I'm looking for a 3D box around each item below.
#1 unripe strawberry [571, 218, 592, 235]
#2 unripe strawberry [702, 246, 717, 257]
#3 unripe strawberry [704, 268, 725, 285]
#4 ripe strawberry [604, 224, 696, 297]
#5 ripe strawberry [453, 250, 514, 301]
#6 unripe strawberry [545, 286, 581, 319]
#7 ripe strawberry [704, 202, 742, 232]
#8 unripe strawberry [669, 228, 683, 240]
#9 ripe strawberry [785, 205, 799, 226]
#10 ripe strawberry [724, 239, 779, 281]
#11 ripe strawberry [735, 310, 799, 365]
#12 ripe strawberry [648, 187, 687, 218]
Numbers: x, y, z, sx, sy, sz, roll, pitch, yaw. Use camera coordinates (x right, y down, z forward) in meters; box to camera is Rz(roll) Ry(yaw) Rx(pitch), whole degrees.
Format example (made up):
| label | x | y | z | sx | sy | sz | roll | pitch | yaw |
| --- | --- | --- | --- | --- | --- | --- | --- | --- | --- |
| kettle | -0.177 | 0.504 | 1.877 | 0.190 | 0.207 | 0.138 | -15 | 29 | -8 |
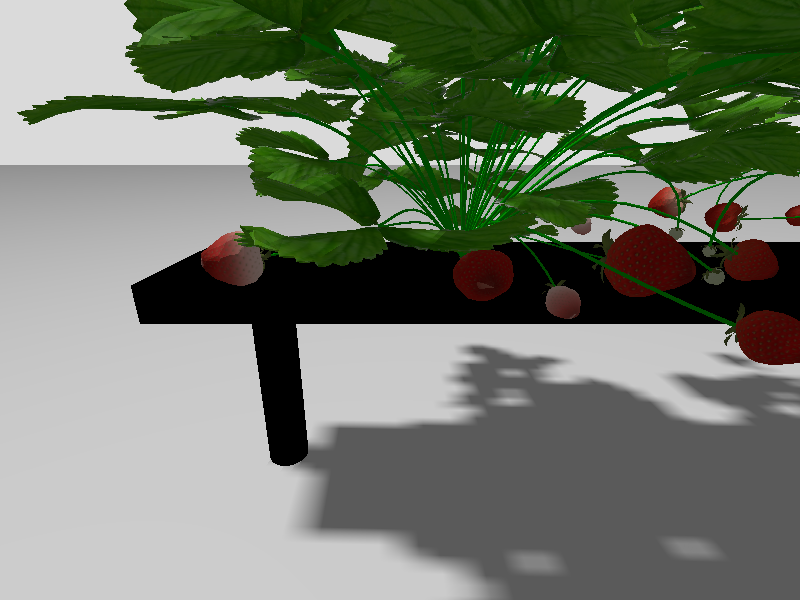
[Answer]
| label | x | y | z | sx | sy | sz | roll | pitch | yaw |
| --- | --- | --- | --- | --- | --- | --- | --- | --- | --- |
| unripe strawberry | 0.204 | -0.083 | 0.451 | 0.021 | 0.022 | 0.024 | -44 | 37 | -15 |
| unripe strawberry | 0.264 | -0.042 | 0.343 | 0.010 | 0.010 | 0.009 | -1 | 20 | -3 |
| unripe strawberry | 0.221 | -0.016 | 0.280 | 0.012 | 0.011 | 0.010 | -39 | -2 | 33 |
| ripe strawberry | 0.161 | -0.024 | 0.257 | 0.048 | 0.047 | 0.045 | 19 | 27 | 40 |
| ripe strawberry | 0.051 | -0.014 | 0.243 | 0.037 | 0.033 | 0.033 | 1 | 21 | 2 |
| unripe strawberry | 0.092 | 0.002 | 0.224 | 0.020 | 0.020 | 0.017 | -5 | -42 | -14 |
| ripe strawberry | 0.377 | -0.097 | 0.468 | 0.033 | 0.034 | 0.030 | 18 | 27 | 41 |
| unripe strawberry | 0.252 | -0.060 | 0.367 | 0.011 | 0.011 | 0.011 | -1 | 20 | -4 |
| ripe strawberry | 0.503 | -0.107 | 0.503 | 0.032 | 0.027 | 0.032 | 0 | 20 | -1 |
| ripe strawberry | 0.255 | -0.027 | 0.289 | 0.032 | 0.031 | 0.029 | 28 | 26 | 9 |
| ripe strawberry | 0.163 | 0.017 | 0.173 | 0.027 | 0.023 | 0.027 | -11 | 23 | -27 |
| ripe strawberry | 0.382 | -0.139 | 0.576 | 0.042 | 0.044 | 0.046 | -10 | 7 | -25 |
